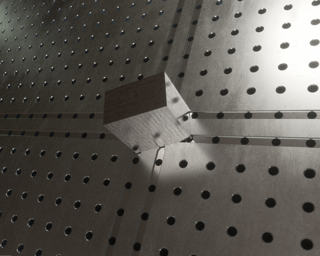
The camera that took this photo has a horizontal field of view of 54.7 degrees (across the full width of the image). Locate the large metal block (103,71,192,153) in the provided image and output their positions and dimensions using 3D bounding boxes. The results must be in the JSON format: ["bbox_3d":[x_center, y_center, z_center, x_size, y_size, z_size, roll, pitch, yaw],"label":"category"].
[{"bbox_3d":[-0.014,-0.016,0.388,0.080,0.080,0.050,-16,56,19],"label":"large metal block"}]
